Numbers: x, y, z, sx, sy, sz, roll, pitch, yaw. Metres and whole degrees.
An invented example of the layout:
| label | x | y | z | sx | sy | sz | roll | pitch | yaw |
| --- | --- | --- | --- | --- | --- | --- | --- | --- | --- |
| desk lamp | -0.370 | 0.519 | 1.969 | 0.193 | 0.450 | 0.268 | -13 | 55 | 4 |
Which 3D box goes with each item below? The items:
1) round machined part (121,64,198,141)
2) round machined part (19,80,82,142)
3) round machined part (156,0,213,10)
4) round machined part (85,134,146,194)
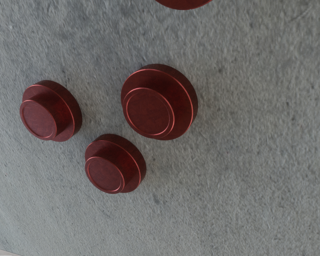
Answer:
| label | x | y | z | sx | sy | sz | roll | pitch | yaw |
| --- | --- | --- | --- | --- | --- | --- | --- | --- | --- |
| round machined part | -0.006 | -0.026 | 0.382 | 0.098 | 0.042 | 0.097 | 13 | 124 | 20 |
| round machined part | -0.172 | -0.020 | 0.472 | 0.098 | 0.042 | 0.097 | 13 | 124 | 20 |
| round machined part | 0.027 | -0.162 | 0.281 | 0.098 | 0.042 | 0.097 | 13 | 124 | 20 |
| round machined part | -0.074 | 0.061 | 0.471 | 0.098 | 0.042 | 0.097 | 13 | 124 | 20 |
